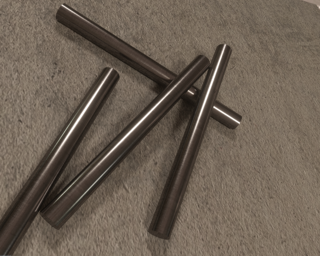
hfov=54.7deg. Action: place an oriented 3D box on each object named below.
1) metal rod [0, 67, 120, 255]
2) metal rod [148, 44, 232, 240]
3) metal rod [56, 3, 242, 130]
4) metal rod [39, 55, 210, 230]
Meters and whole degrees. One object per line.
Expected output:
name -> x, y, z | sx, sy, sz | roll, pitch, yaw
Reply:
metal rod -> -0.111, 0.039, 0.320 | 0.025, 0.025, 0.300 | 30, 52, -10
metal rod -> 0.050, -0.003, 0.410 | 0.025, 0.025, 0.300 | 29, 59, -10
metal rod -> -0.010, -0.085, 0.451 | 0.301, 0.025, 0.025 | 31, 52, -9
metal rod -> -0.021, -0.004, 0.377 | 0.025, 0.025, 0.301 | 42, 57, 0
